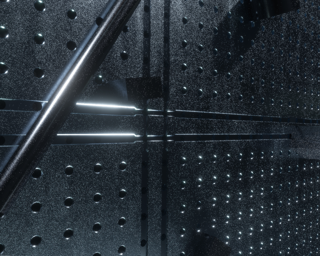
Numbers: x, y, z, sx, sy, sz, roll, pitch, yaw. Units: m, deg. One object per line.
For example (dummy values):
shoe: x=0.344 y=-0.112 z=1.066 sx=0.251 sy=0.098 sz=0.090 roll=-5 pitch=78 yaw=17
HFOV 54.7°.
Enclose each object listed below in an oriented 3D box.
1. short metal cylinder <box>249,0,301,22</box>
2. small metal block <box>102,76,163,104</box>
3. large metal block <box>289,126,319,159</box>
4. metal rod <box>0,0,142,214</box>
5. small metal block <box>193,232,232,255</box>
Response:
short metal cylinder: x=0.200 y=-0.223 z=0.544 sx=0.081 sy=0.080 sz=0.050 roll=-27 pitch=107 yaw=-37
small metal block: x=-0.033 y=-0.045 z=0.367 sx=0.050 sy=0.050 sz=0.025 roll=-11 pitch=98 yaw=-40
large metal block: x=0.337 y=0.033 z=0.660 sx=0.080 sy=0.080 sz=0.050 roll=26 pitch=74 yaw=-37
metal rod: x=-0.089 y=-0.053 z=0.335 sx=0.025 sy=0.025 sz=0.300 roll=40 pitch=65 yaw=-33
small metal block: x=0.080 y=0.198 z=0.479 sx=0.050 sy=0.025 sz=0.050 roll=42 pitch=64 yaw=-32
